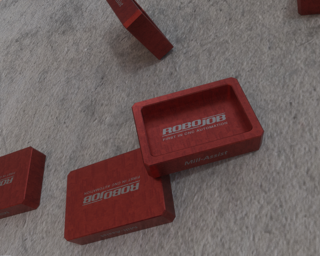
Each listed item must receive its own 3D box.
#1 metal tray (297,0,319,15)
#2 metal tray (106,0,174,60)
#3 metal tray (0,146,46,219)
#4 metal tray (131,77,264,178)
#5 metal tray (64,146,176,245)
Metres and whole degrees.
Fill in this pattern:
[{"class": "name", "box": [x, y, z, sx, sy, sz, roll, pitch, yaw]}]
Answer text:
[{"class": "metal tray", "box": [0.248, -0.190, 0.387, 0.130, 0.030, 0.090, 6, 64, 30]}, {"class": "metal tray", "box": [-0.038, -0.172, 0.483, 0.030, 0.090, 0.130, -41, 50, 13]}, {"class": "metal tray", "box": [-0.240, 0.089, 0.469, 0.130, 0.030, 0.090, -18, 55, 17]}, {"class": "metal tray", "box": [0.040, -0.003, 0.358, 0.131, 0.030, 0.090, -15, 54, 0]}, {"class": "metal tray", "box": [-0.052, 0.081, 0.377, 0.130, 0.030, 0.090, -19, 54, 16]}]
